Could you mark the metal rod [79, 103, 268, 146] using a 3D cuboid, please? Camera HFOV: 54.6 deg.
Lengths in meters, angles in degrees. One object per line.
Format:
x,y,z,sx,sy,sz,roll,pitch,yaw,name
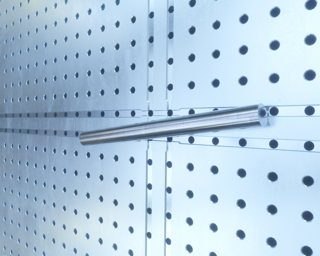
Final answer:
-0.008,0.002,0.416,0.300,0.025,0.025,-8,85,39,metal rod
